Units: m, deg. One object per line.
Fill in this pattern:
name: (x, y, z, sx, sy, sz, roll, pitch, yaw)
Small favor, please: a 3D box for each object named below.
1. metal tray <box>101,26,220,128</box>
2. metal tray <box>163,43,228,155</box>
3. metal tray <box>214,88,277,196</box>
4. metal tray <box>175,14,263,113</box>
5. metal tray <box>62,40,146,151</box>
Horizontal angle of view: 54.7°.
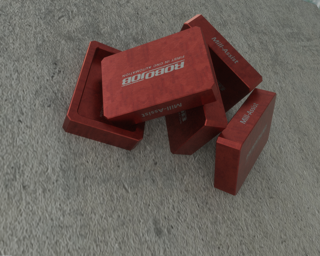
metal tray: (-0.004, -0.059, 0.368, 0.130, 0.030, 0.090, -15, 62, 13)
metal tray: (0.038, -0.040, 0.411, 0.030, 0.090, 0.130, 6, 60, -26)
metal tray: (0.116, 0.016, 0.418, 0.030, 0.089, 0.131, 20, 45, 28)
metal tray: (0.076, -0.091, 0.459, 0.030, 0.090, 0.130, -41, 85, -25)
metal tray: (-0.062, -0.044, 0.397, 0.091, 0.030, 0.130, 18, 54, -18)
